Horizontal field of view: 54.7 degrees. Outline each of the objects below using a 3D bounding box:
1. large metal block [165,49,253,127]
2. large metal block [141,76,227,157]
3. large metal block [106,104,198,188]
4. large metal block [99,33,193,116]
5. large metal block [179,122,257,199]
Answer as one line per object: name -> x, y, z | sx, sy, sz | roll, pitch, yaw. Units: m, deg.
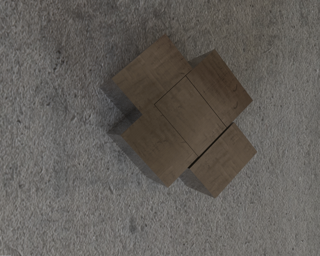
large metal block -> 0.058, -0.047, 0.404 | 0.050, 0.080, 0.080 | -44, 104, -15
large metal block -> 0.023, -0.013, 0.391 | 0.050, 0.080, 0.080 | -44, 104, -15
large metal block -> -0.013, 0.020, 0.378 | 0.050, 0.080, 0.080 | -44, 104, -15
large metal block -> -0.020, -0.060, 0.375 | 0.080, 0.080, 0.050 | -44, 104, -15
large metal block -> 0.064, 0.038, 0.406 | 0.080, 0.080, 0.050 | -44, 104, -15
